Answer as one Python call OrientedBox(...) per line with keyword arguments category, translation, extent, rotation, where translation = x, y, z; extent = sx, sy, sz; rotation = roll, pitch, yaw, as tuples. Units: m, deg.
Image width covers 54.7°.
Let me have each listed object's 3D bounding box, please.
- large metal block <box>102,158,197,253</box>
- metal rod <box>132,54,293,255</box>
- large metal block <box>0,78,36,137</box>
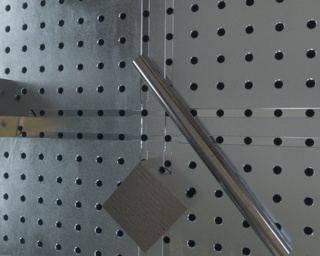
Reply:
OrientedBox(category="large metal block", translation=(-0.013, 0.097, 0.403), extent=(0.080, 0.050, 0.080), rotation=(43, 103, 14))
OrientedBox(category="metal rod", translation=(0.058, 0.027, 0.391), extent=(0.025, 0.025, 0.299), rotation=(-39, 78, 15))
OrientedBox(category="large metal block", translation=(-0.254, -0.032, 0.471), extent=(0.050, 0.080, 0.080), rotation=(-41, 78, 15))
